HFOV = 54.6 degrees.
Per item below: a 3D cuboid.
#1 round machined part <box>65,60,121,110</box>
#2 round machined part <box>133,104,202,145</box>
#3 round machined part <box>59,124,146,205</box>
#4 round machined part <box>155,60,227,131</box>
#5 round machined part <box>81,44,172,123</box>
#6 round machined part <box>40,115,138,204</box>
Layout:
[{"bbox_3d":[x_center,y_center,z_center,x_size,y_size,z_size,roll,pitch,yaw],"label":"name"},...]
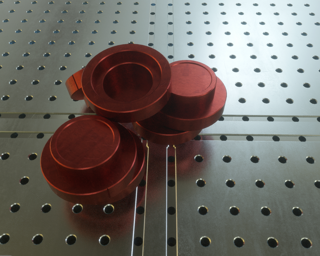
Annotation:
[{"bbox_3d":[-0.072,-0.056,0.419,0.099,0.098,0.042,-22,89,-17],"label":"round machined part"},{"bbox_3d":[0.011,-0.029,0.394,0.099,0.042,0.098,0,50,0],"label":"round machined part"},{"bbox_3d":[-0.066,0.031,0.343,0.099,0.042,0.098,0,50,0],"label":"round machined part"},{"bbox_3d":[0.033,-0.047,0.380,0.099,0.042,0.098,0,49,0],"label":"round machined part"},{"bbox_3d":[-0.035,-0.046,0.352,0.098,0.042,0.098,-1,58,2],"label":"round machined part"},{"bbox_3d":[-0.073,0.025,0.320,0.099,0.042,0.098,0,50,0],"label":"round machined part"}]
